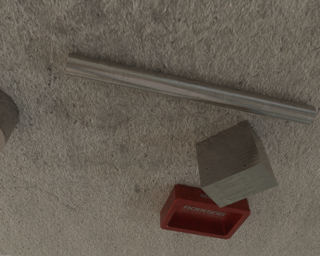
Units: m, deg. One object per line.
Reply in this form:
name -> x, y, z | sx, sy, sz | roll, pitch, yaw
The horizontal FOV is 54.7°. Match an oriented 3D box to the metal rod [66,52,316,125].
metal rod -> 0.044, -0.044, 0.369 | 0.302, 0.025, 0.025 | 11, 129, -10

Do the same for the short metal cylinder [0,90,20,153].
short metal cylinder -> -0.224, -0.009, 0.381 | 0.081, 0.050, 0.079 | 0, 130, 0

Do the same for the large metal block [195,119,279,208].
large metal block -> 0.098, 0.047, 0.412 | 0.080, 0.080, 0.050 | -28, 125, 21

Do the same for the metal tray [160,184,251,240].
metal tray -> 0.075, 0.145, 0.528 | 0.131, 0.030, 0.089 | 13, 129, -11
